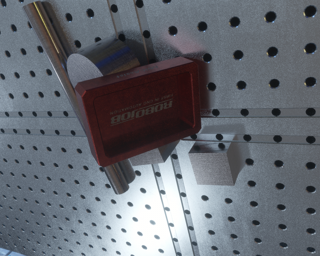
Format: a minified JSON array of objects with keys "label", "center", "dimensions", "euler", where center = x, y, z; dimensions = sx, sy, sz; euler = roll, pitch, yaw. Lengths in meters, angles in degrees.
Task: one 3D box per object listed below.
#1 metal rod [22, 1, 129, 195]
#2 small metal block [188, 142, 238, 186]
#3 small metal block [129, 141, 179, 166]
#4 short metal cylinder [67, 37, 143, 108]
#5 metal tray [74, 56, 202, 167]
[{"label":"metal rod","center":[-0.113,-0.029,0.450],"dimensions":[0.025,0.025,0.299],"euler":[-8,115,31]},{"label":"small metal block","center":[0.070,0.047,0.402],"dimensions":[0.050,0.025,0.050],"euler":[-4,117,29]},{"label":"small metal block","center":[-0.010,0.024,0.414],"dimensions":[0.050,0.050,0.025],"euler":[-10,113,32]},{"label":"short metal cylinder","center":[-0.066,-0.062,0.374],"dimensions":[0.080,0.050,0.079],"euler":[31,142,28]},{"label":"metal tray","center":[-0.018,-0.020,0.345],"dimensions":[0.030,0.131,0.089],"euler":[40,143,53]}]
